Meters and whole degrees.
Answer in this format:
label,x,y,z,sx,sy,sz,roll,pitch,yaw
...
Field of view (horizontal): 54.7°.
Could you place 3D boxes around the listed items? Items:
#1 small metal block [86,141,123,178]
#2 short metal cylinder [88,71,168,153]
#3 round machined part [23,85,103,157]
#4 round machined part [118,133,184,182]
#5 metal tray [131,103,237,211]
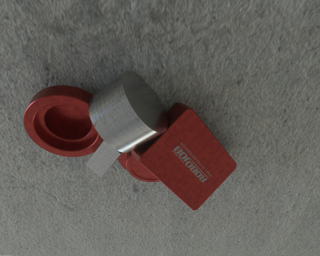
label,x,y,z,sx,sy,sz,roll,pitch,yaw
small metal block,-0.060,0.028,0.391,0.025,0.050,0.050,41,122,-1
short metal cylinder,-0.035,-0.018,0.358,0.050,0.080,0.080,-31,124,23
round machined part,-0.112,-0.012,0.385,0.099,0.042,0.097,-1,130,0
round machined part,-0.011,0.038,0.430,0.099,0.042,0.097,-1,130,0
metal tray,0.036,0.041,0.412,0.090,0.030,0.130,-46,122,-5
